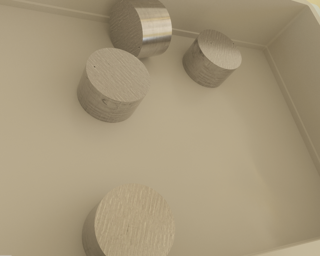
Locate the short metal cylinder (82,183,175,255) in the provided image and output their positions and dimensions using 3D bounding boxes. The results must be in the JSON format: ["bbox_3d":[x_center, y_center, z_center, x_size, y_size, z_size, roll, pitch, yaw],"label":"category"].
[{"bbox_3d":[-0.032,0.102,0.310,0.081,0.050,0.080,14,56,-21],"label":"short metal cylinder"}]

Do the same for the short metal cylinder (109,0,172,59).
[{"bbox_3d":[-0.029,-0.140,0.440,0.050,0.080,0.080,-20,73,-36],"label":"short metal cylinder"}]

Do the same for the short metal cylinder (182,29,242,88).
[{"bbox_3d":[0.084,-0.112,0.503,0.081,0.050,0.080,14,56,-21],"label":"short metal cylinder"}]

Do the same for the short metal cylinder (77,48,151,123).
[{"bbox_3d":[-0.059,-0.053,0.390,0.081,0.050,0.080,14,56,-21],"label":"short metal cylinder"}]
